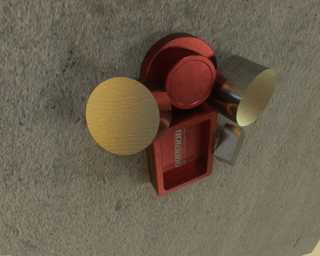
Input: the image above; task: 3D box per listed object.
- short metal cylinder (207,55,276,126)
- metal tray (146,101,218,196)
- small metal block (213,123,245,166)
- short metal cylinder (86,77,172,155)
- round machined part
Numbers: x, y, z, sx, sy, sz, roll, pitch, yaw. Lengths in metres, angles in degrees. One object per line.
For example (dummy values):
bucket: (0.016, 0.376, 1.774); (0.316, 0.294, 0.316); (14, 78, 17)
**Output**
short metal cylinder: (0.106, -0.049, 0.406); (0.081, 0.050, 0.079); (-29, 138, -30)
metal tray: (0.029, 0.030, 0.425); (0.091, 0.030, 0.129); (-20, 136, -17)
small metal block: (0.103, 0.025, 0.458); (0.050, 0.025, 0.050); (-67, 157, -8)
short metal cylinder: (-0.032, -0.015, 0.337); (0.080, 0.080, 0.050); (-61, 170, 15)
round machined part: (0.028, -0.062, 0.375); (0.099, 0.042, 0.097); (-14, 124, -21)
